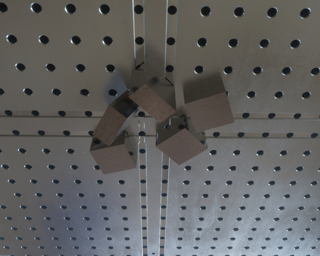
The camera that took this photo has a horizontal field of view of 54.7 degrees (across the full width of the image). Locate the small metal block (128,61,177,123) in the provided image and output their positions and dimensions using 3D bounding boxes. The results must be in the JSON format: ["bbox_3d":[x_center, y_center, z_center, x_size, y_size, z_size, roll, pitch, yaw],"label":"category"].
[{"bbox_3d":[-0.008,-0.042,0.359,0.025,0.050,0.050,-35,122,26],"label":"small metal block"}]

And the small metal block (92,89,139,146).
[{"bbox_3d":[-0.051,-0.013,0.380,0.025,0.050,0.050,37,124,0],"label":"small metal block"}]

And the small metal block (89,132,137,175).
[{"bbox_3d":[-0.065,0.037,0.442,0.050,0.025,0.050,-13,129,10],"label":"small metal block"}]

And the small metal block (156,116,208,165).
[{"bbox_3d":[0.030,0.019,0.428,0.050,0.025,0.050,-34,123,25],"label":"small metal block"}]

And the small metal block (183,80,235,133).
[{"bbox_3d":[0.062,-0.026,0.391,0.050,0.025,0.050,-16,129,13],"label":"small metal block"}]
